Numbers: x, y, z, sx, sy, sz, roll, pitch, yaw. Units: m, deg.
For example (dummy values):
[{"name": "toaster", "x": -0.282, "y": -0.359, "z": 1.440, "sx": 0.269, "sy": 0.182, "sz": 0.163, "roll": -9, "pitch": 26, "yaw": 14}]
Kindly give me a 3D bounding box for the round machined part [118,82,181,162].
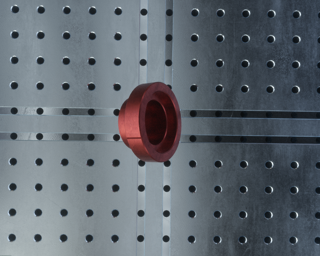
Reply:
[{"name": "round machined part", "x": -0.015, "y": -0.006, "z": 0.385, "sx": 0.042, "sy": 0.099, "sz": 0.097, "roll": -2, "pitch": 90, "yaw": 31}]
